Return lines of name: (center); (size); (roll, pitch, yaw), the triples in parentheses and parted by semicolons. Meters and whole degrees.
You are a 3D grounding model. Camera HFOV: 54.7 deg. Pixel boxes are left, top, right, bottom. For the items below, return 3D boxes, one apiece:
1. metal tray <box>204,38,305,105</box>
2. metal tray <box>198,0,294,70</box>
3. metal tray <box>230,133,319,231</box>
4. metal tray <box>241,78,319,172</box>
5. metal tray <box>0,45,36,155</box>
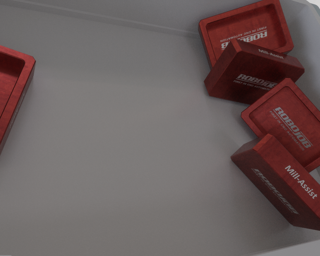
metal tray: (0.147, -0.081, 0.489); (0.131, 0.089, 0.030); (9, 46, -24)
metal tray: (0.137, -0.147, 0.503); (0.131, 0.030, 0.090); (-17, 87, 4)
metal tray: (0.159, 0.072, 0.402); (0.030, 0.090, 0.130); (-41, 85, -13)
metal tray: (0.198, 0.001, 0.469); (0.130, 0.090, 0.030); (52, 16, 8)
metal tray: (-0.194, -0.033, 0.318); (0.091, 0.030, 0.130); (18, 55, -18)
